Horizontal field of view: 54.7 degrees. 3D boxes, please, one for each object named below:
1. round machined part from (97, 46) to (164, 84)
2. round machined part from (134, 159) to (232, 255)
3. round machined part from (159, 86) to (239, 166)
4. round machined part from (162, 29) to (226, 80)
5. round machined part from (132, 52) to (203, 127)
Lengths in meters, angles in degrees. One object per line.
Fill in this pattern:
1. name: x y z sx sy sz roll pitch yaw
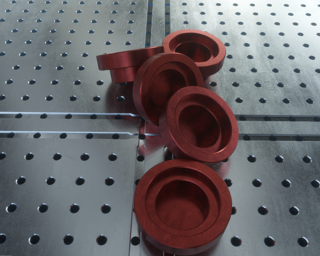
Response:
1. round machined part: -0.040 -0.092 0.454 0.099 0.042 0.098 -8 15 2
2. round machined part: 0.023 0.084 0.326 0.099 0.042 0.098 0 50 0
3. round machined part: 0.043 0.002 0.379 0.099 0.042 0.098 10 64 -22
4. round machined part: 0.051 -0.110 0.487 0.099 0.042 0.098 3 49 -3
5. round machined part: 0.007 -0.050 0.412 0.099 0.097 0.042 -31 26 -24
